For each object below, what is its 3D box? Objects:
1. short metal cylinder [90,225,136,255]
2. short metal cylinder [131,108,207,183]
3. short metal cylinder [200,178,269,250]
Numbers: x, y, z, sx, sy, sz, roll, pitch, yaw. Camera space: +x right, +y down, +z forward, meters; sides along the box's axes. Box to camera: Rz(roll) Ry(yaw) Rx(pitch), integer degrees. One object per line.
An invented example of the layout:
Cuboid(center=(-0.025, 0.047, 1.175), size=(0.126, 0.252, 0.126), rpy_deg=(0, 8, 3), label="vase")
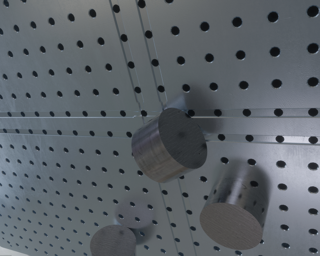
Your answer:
Cuboid(center=(-0.083, 0.223, 0.557), size=(0.080, 0.080, 0.050), rpy_deg=(15, 125, 19), label="short metal cylinder")
Cuboid(center=(0.012, 0.022, 0.383), size=(0.050, 0.080, 0.080), rpy_deg=(-34, 99, 38), label="short metal cylinder")
Cuboid(center=(0.099, 0.114, 0.413), size=(0.080, 0.050, 0.079), rpy_deg=(13, 124, 21), label="short metal cylinder")
